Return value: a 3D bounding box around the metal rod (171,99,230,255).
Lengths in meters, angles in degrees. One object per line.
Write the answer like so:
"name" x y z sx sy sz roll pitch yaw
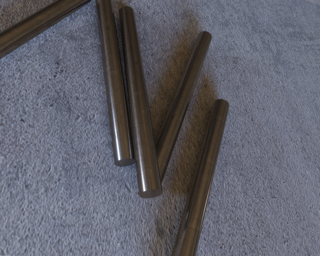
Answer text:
"metal rod" 0.050 0.075 0.384 0.025 0.025 0.300 29 52 -10

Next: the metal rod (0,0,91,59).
"metal rod" -0.181 -0.104 0.369 0.025 0.025 0.301 38 51 -3

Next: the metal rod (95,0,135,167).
"metal rod" -0.066 -0.092 0.423 0.025 0.025 0.299 3 60 -27

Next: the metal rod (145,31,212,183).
"metal rod" 0.034 -0.048 0.451 0.025 0.025 0.300 29 52 -10

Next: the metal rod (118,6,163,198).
"metal rod" -0.031 -0.055 0.405 0.025 0.025 0.299 7 54 -25
